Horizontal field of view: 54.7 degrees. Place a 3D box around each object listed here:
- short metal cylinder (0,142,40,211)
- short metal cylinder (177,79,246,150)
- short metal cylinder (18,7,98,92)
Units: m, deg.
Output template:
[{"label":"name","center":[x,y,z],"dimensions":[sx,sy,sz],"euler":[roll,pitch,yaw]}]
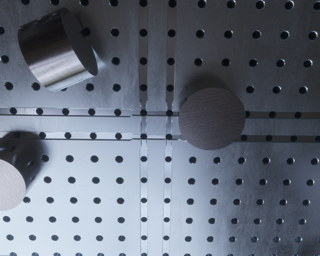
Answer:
[{"label":"short metal cylinder","center":[-0.214,0.065,0.422],"dimensions":[0.081,0.050,0.079],"euler":[0,110,0]},{"label":"short metal cylinder","center":[0.062,-0.018,0.394],"dimensions":[0.081,0.050,0.079],"euler":[0,110,0]},{"label":"short metal cylinder","center":[-0.112,-0.087,0.351],"dimensions":[0.050,0.080,0.080],"euler":[-21,109,7]}]
